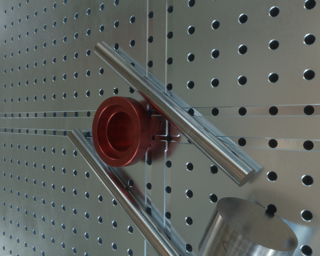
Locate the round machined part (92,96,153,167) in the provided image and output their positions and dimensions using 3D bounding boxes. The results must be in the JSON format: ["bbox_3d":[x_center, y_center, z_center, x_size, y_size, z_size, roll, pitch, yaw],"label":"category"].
[{"bbox_3d":[-0.049,0.005,0.439,0.098,0.042,0.097,0,90,40],"label":"round machined part"}]

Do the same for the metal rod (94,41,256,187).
[{"bbox_3d":[0.001,-0.035,0.408,0.300,0.025,0.025,44,116,31],"label":"metal rod"}]

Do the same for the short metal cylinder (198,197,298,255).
[{"bbox_3d":[0.084,0.112,0.304,0.080,0.081,0.050,31,110,35],"label":"short metal cylinder"}]

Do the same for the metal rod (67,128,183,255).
[{"bbox_3d":[-0.054,0.100,0.454,0.300,0.025,0.025,44,116,31],"label":"metal rod"}]
